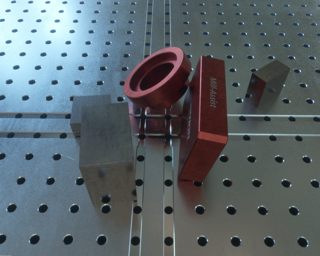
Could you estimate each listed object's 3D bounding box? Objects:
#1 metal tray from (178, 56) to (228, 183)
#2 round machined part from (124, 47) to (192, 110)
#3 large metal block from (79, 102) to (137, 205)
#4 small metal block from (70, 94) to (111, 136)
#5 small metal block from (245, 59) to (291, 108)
[{"bbox_3d":[0.050,-0.012,0.373,0.030,0.089,0.130,12,50,-5],"label":"metal tray"},{"bbox_3d":[0.001,-0.064,0.431,0.098,0.042,0.098,-25,38,21],"label":"round machined part"},{"bbox_3d":[-0.056,0.029,0.347,0.050,0.080,0.080,-5,50,-5],"label":"large metal block"},{"bbox_3d":[-0.092,-0.018,0.422,0.050,0.025,0.050,-3,50,-3],"label":"small metal block"},{"bbox_3d":[0.154,-0.063,0.447,0.050,0.050,0.025,-30,56,-23],"label":"small metal block"}]
